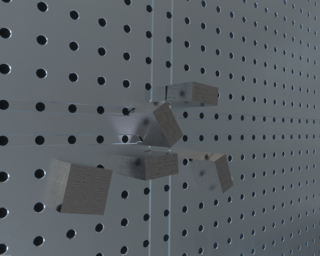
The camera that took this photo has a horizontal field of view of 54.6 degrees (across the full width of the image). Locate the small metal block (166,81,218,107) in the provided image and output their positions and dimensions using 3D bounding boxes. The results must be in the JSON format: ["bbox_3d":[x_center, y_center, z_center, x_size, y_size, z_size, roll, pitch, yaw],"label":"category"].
[{"bbox_3d":[0.044,-0.045,0.429,0.050,0.050,0.025,6,87,-40],"label":"small metal block"}]

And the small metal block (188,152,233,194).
[{"bbox_3d":[0.074,0.064,0.454,0.025,0.050,0.050,-27,107,-37],"label":"small metal block"}]

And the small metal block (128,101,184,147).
[{"bbox_3d":[-0.006,-0.004,0.387,0.025,0.050,0.050,-41,115,-32],"label":"small metal block"}]

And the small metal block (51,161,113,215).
[{"bbox_3d":[-0.084,0.066,0.338,0.050,0.025,0.050,17,79,-39],"label":"small metal block"}]

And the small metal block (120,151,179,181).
[{"bbox_3d":[-0.013,0.045,0.381,0.050,0.050,0.025,-5,94,-40],"label":"small metal block"}]
